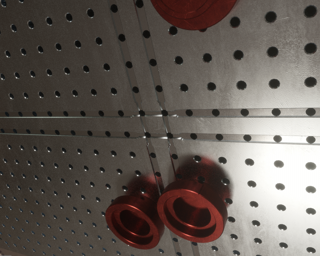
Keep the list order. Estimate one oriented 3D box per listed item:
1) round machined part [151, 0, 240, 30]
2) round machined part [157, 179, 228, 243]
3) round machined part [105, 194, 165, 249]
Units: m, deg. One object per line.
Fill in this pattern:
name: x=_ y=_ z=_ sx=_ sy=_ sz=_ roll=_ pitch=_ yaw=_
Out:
round machined part: x=0.029 y=-0.143 z=0.296 sx=0.098 sy=0.042 sz=0.097 roll=13 pitch=124 yaw=20
round machined part: x=0.049 y=0.113 z=0.443 sx=0.098 sy=0.042 sz=0.097 roll=13 pitch=124 yaw=20
round machined part: x=-0.037 y=0.149 z=0.510 sx=0.098 sy=0.042 sz=0.097 roll=13 pitch=124 yaw=20
